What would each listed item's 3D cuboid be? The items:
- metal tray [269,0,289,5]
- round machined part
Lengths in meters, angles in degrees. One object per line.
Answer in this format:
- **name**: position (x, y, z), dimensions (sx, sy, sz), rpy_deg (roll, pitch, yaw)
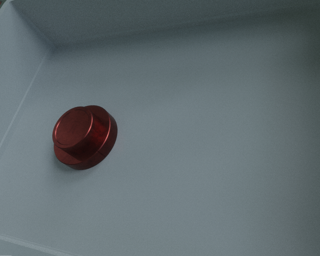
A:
- **metal tray**: position (0.201, -0.220, 0.394), dimensions (0.130, 0.090, 0.030), rpy_deg (-10, 58, 21)
- **round machined part**: position (-0.115, 0.008, 0.448), dimensions (0.098, 0.042, 0.098), rpy_deg (-13, 56, 20)
